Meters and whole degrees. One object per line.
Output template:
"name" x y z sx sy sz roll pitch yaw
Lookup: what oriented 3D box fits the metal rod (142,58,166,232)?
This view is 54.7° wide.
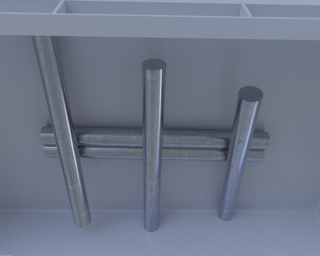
"metal rod" -0.010 0.047 0.415 0.025 0.025 0.298 1 131 -1

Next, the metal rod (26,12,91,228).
"metal rod" -0.117 0.014 0.386 0.025 0.025 0.298 -1 122 0

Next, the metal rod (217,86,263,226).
"metal rod" 0.104 0.063 0.433 0.025 0.025 0.298 -3 139 2

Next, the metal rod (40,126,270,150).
"metal rod" -0.005 0.014 0.420 0.302 0.025 0.025 1 130 -2

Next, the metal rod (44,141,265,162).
"metal rod" -0.006 0.032 0.435 0.302 0.025 0.025 1 130 -2
